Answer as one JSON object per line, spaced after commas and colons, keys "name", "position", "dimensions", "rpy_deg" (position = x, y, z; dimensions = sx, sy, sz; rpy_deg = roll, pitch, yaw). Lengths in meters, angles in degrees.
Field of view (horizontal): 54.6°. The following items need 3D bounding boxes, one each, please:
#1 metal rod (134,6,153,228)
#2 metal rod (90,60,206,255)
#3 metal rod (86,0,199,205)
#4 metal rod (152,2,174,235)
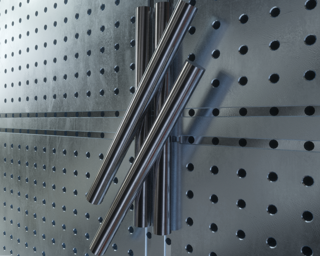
{"name": "metal rod", "position": [-0.023, -0.015, 0.430], "dimensions": [0.025, 0.025, 0.298], "rpy_deg": [1, 91, 40]}
{"name": "metal rod", "position": [-0.025, 0.053, 0.399], "dimensions": [0.025, 0.025, 0.298], "rpy_deg": [42, 115, 32]}
{"name": "metal rod", "position": [-0.032, -0.018, 0.405], "dimensions": [0.025, 0.025, 0.298], "rpy_deg": [42, 115, 32]}
{"name": "metal rod", "position": [0.004, -0.012, 0.408], "dimensions": [0.025, 0.025, 0.298], "rpy_deg": [1, 91, 40]}
